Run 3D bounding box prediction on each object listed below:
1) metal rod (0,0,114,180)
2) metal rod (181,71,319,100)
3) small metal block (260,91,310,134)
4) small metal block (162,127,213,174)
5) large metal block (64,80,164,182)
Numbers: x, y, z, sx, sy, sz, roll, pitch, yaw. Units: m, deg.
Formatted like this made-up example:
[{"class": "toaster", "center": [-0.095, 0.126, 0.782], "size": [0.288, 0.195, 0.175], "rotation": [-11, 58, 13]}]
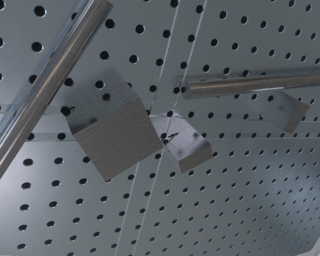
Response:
[{"class": "metal rod", "center": [-0.143, -0.008, 0.327], "size": [0.025, 0.025, 0.299], "rotation": [29, 102, -38]}, {"class": "metal rod", "center": [0.170, -0.068, 0.462], "size": [0.303, 0.025, 0.025], "rotation": [-8, 122, -24]}, {"class": "small metal block", "center": [0.195, -0.026, 0.486], "size": [0.025, 0.050, 0.050], "rotation": [15, 111, -35]}, {"class": "small metal block", "center": [0.038, 0.030, 0.435], "size": [0.050, 0.050, 0.025], "rotation": [-26, 128, -13]}, {"class": "large metal block", "center": [-0.053, 0.003, 0.368], "size": [0.080, 0.050, 0.080], "rotation": [-31, 129, -9]}]
